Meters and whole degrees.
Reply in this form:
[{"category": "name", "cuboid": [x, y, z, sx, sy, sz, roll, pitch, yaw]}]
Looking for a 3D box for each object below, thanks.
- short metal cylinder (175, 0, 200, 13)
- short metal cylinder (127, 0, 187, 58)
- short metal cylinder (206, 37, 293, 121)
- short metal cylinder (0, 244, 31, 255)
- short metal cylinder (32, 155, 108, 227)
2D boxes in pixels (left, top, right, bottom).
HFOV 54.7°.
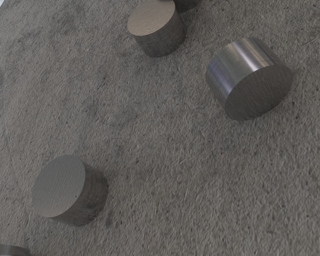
[{"category": "short metal cylinder", "cuboid": [0.025, -0.234, 0.499, 0.080, 0.080, 0.050, -22, 54, 15]}, {"category": "short metal cylinder", "cuboid": [-0.004, -0.158, 0.487, 0.080, 0.050, 0.080, -13, 56, 21]}, {"category": "short metal cylinder", "cuboid": [0.099, -0.054, 0.350, 0.080, 0.080, 0.050, -30, 52, 9]}, {"category": "short metal cylinder", "cuboid": [-0.202, 0.172, 0.369, 0.080, 0.080, 0.050, -14, 56, 20]}, {"category": "short metal cylinder", "cuboid": [-0.115, 0.081, 0.399, 0.080, 0.050, 0.080, -13, 56, 21]}]
